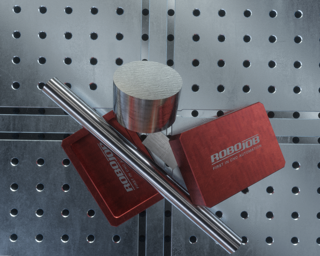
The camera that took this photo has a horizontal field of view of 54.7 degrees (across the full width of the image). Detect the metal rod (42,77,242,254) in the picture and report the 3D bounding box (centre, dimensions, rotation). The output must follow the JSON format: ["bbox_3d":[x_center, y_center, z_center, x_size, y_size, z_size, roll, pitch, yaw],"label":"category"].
[{"bbox_3d":[-0.021,0.046,0.379,0.300,0.025,0.025,41,90,-1],"label":"metal rod"}]

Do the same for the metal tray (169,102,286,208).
[{"bbox_3d":[0.086,0.030,0.382,0.131,0.030,0.090,-21,90,-25],"label":"metal tray"}]

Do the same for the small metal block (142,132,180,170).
[{"bbox_3d":[0.005,0.025,0.396,0.050,0.050,0.025,41,90,0],"label":"small metal block"}]

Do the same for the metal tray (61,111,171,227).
[{"bbox_3d":[-0.055,0.050,0.406,0.090,0.030,0.130,-32,90,0],"label":"metal tray"}]

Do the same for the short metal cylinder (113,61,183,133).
[{"bbox_3d":[-0.016,-0.039,0.376,0.080,0.080,0.050,8,132,0],"label":"short metal cylinder"}]
